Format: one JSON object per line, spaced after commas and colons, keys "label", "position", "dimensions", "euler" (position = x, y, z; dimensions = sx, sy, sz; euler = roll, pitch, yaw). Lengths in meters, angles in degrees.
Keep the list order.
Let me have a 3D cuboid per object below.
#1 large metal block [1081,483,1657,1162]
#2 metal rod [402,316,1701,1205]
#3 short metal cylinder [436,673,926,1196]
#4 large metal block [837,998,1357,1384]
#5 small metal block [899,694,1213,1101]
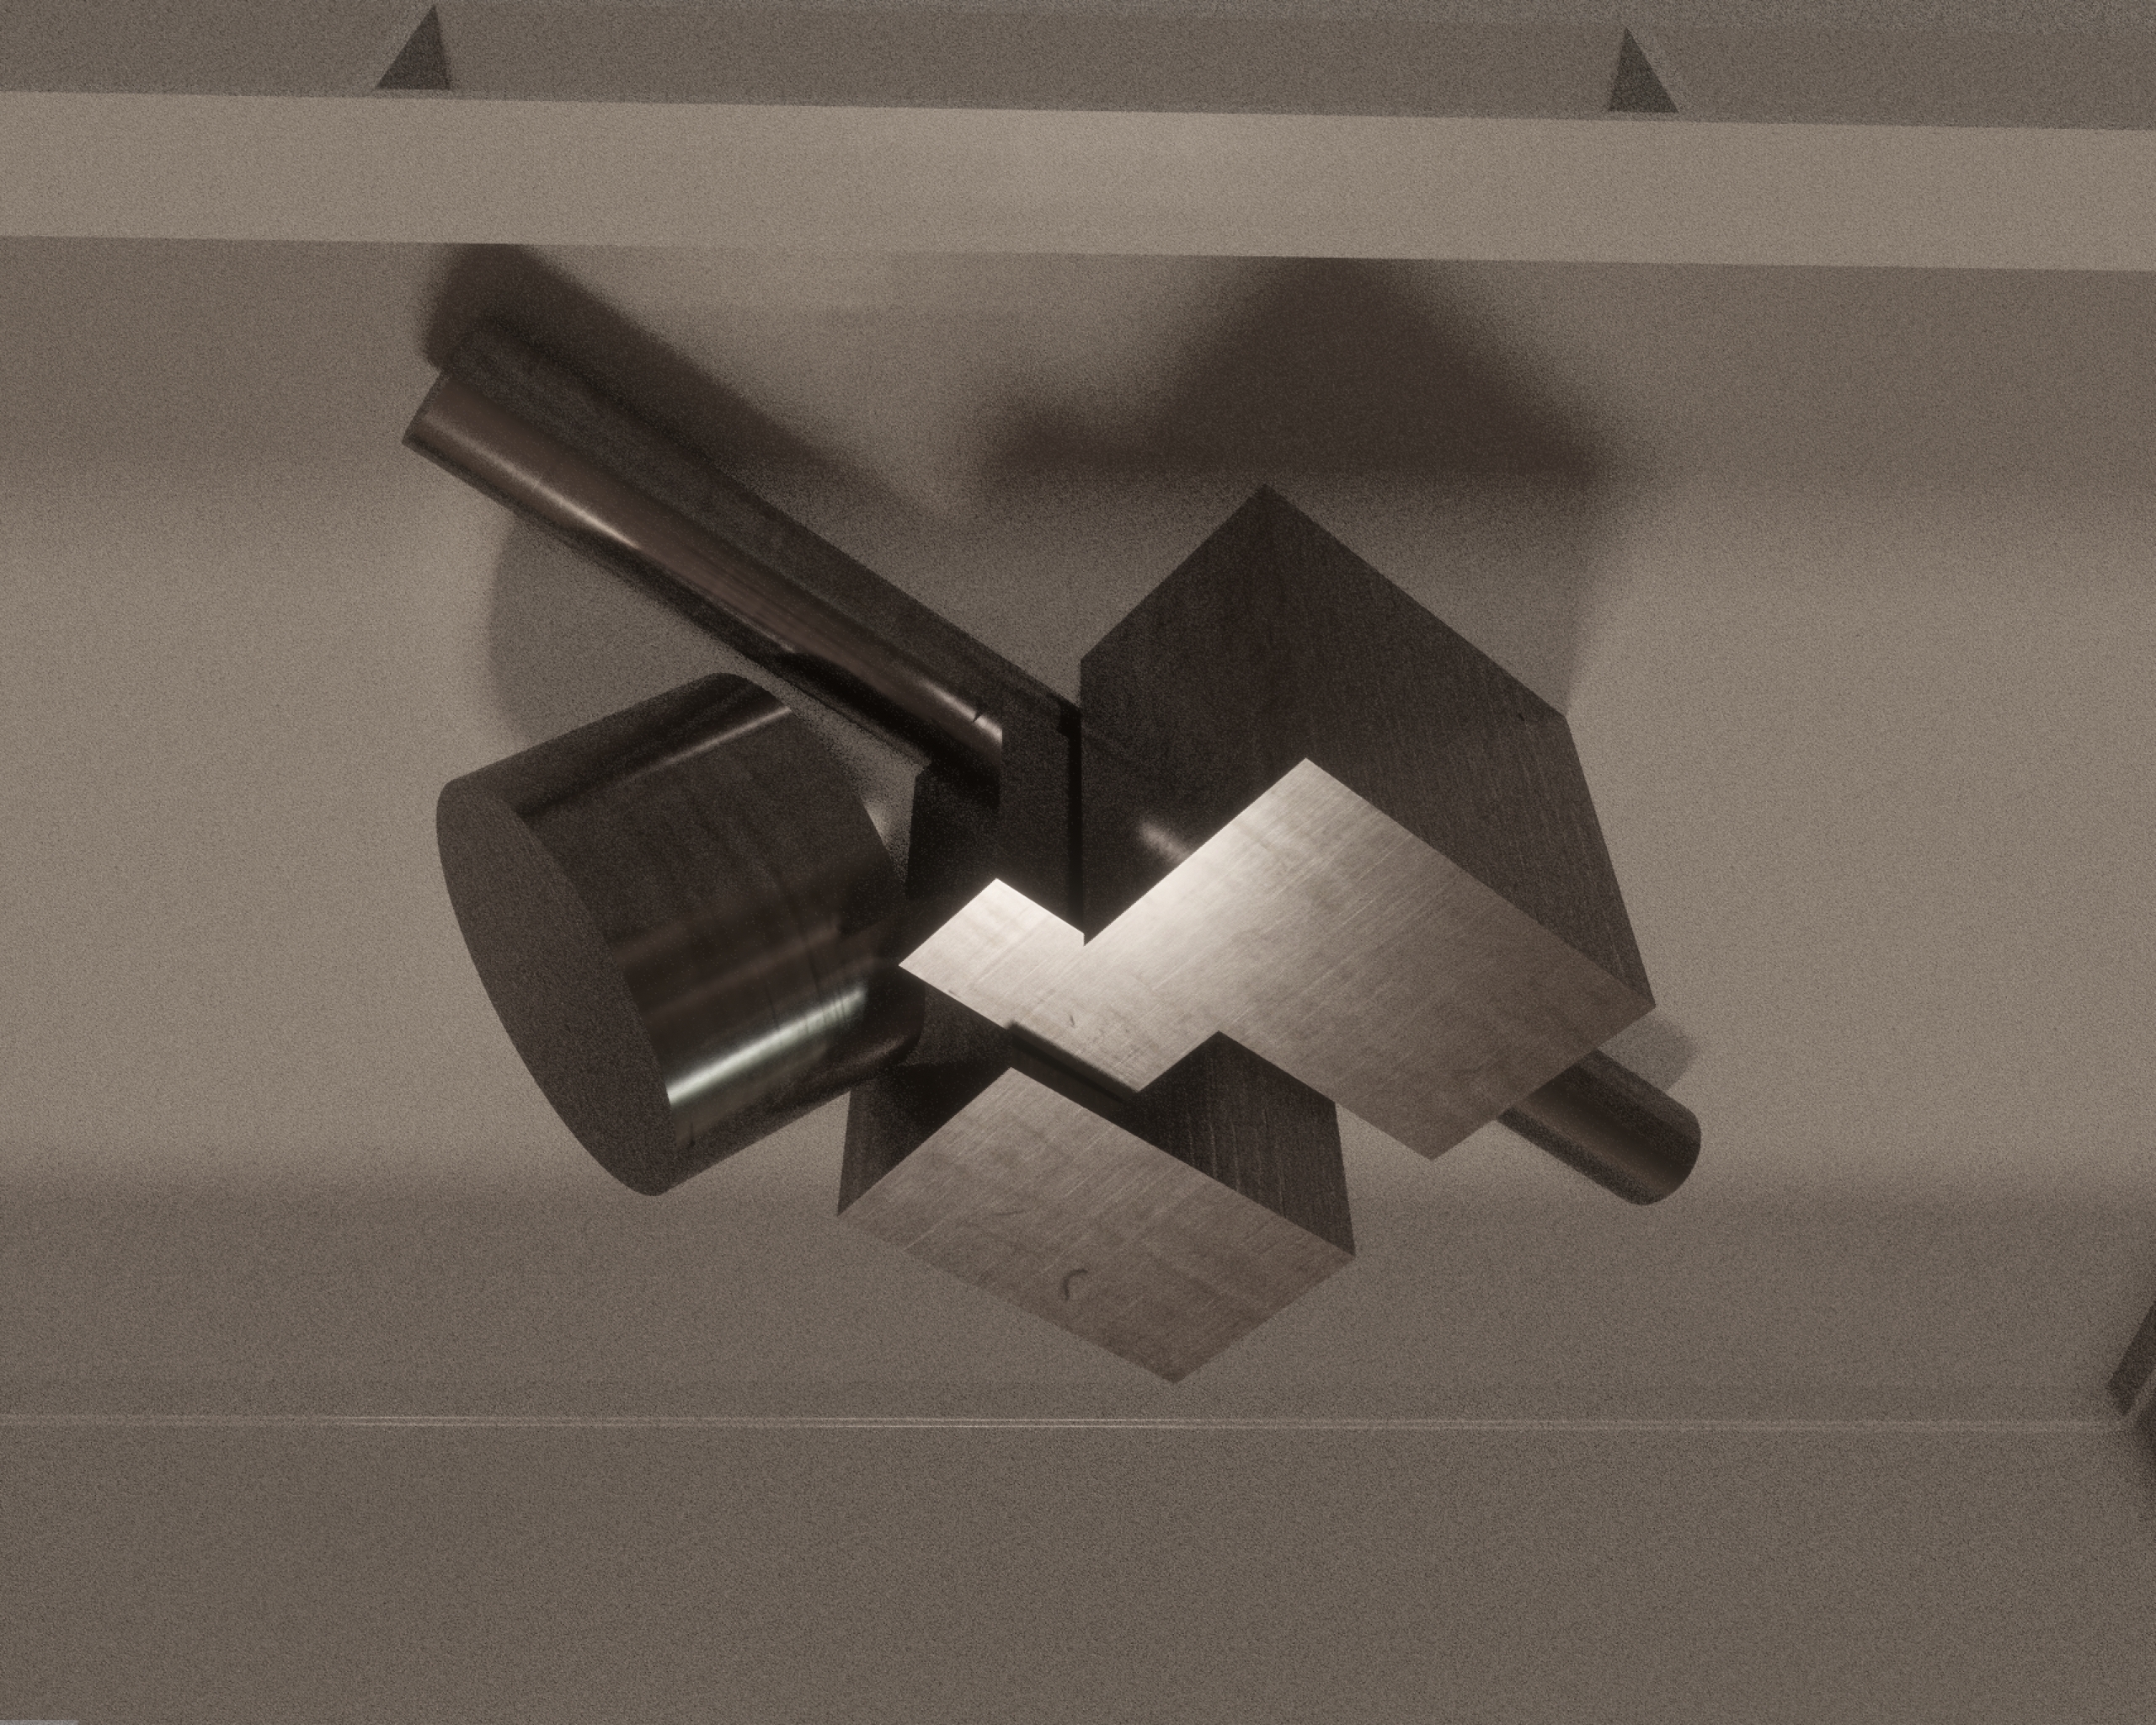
{"label": "large metal block", "position": [0.048, -0.007, 0.367], "dimensions": [0.080, 0.080, 0.050], "euler": [33, 123, -25]}
{"label": "metal rod", "position": [0.013, -0.007, 0.403], "dimensions": [0.301, 0.025, 0.025], "euler": [32, 123, -25]}
{"label": "short metal cylinder", "position": [-0.072, 0.012, 0.373], "dimensions": [0.050, 0.080, 0.079], "euler": [-28, 138, -30]}
{"label": "large metal block", "position": [0.004, 0.042, 0.408], "dimensions": [0.080, 0.080, 0.050], "euler": [32, 123, -25]}
{"label": "small metal block", "position": [-0.002, 0.006, 0.366], "dimensions": [0.050, 0.050, 0.025], "euler": [33, 122, -25]}
